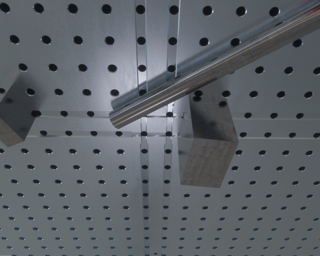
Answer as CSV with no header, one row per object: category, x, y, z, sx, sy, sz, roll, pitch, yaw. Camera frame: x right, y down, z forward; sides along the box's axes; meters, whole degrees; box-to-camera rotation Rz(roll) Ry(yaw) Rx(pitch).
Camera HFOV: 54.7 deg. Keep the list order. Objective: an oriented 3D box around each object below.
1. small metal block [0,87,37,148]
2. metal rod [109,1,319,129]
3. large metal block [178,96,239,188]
small metal block,-0.186,-0.013,0.382,0.025,0.050,0.050,-19,128,15
metal rod,0.069,-0.071,0.351,0.300,0.025,0.025,-25,126,20
large metal block,0.056,0.017,0.391,0.050,0.080,0.079,6,130,-5
